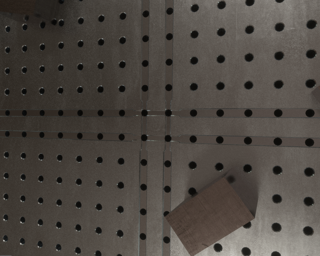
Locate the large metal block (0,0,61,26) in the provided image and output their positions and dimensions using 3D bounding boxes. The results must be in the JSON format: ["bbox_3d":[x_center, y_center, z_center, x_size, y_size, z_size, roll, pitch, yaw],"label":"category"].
[{"bbox_3d":[-0.198,-0.205,0.467,0.080,0.050,0.079,13,94,19],"label":"large metal block"}]

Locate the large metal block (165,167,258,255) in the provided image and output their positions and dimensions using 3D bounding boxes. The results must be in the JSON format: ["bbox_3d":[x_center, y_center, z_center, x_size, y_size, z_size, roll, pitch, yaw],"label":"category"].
[{"bbox_3d":[0.063,0.093,0.361,0.080,0.080,0.050,-38,78,16],"label":"large metal block"}]

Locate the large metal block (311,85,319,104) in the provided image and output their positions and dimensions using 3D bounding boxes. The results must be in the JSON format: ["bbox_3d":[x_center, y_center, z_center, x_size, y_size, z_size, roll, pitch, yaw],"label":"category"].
[{"bbox_3d":[0.222,-0.029,0.322,0.080,0.050,0.080,-33,80,16],"label":"large metal block"}]
